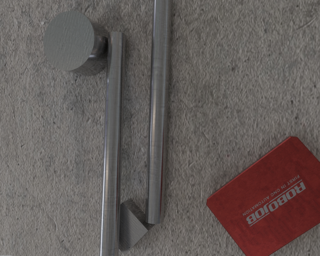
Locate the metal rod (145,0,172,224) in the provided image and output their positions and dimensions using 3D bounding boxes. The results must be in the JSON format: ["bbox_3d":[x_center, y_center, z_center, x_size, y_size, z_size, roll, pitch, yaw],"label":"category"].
[{"bbox_3d":[-0.002,-0.026,0.409,0.025,0.025,0.298,2,91,20],"label":"metal rod"}]

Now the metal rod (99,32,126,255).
[{"bbox_3d":[-0.063,0.019,0.414,0.025,0.025,0.298,-1,84,20],"label":"metal rod"}]

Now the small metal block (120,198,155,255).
[{"bbox_3d":[-0.044,0.134,0.425,0.050,0.025,0.050,45,104,14],"label":"small metal block"}]

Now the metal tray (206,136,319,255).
[{"bbox_3d":[0.132,0.082,0.360,0.130,0.030,0.090,-41,77,15],"label":"metal tray"}]

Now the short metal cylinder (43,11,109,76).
[{"bbox_3d":[-0.114,-0.116,0.436,0.080,0.050,0.079,0,90,20],"label":"short metal cylinder"}]
